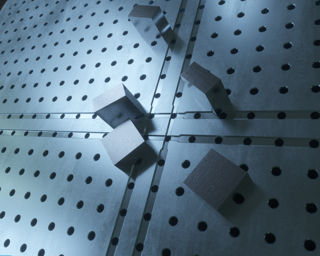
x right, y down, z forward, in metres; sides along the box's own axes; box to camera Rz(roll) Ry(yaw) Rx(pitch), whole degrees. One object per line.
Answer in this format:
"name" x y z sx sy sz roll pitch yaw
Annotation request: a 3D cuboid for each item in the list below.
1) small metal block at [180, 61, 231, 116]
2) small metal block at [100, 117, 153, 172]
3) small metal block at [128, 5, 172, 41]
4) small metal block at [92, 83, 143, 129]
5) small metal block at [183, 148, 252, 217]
"small metal block" 0.058 -0.050 0.393 0.025 0.050 0.050 -43 51 -1
"small metal block" -0.045 0.022 0.420 0.050 0.025 0.050 -38 51 2
"small metal block" -0.016 -0.172 0.507 0.050 0.050 0.025 19 72 35
"small metal block" -0.060 -0.030 0.444 0.050 0.050 0.025 -27 52 11
"small metal block" 0.063 0.059 0.340 0.050 0.025 0.050 -49 51 -6
